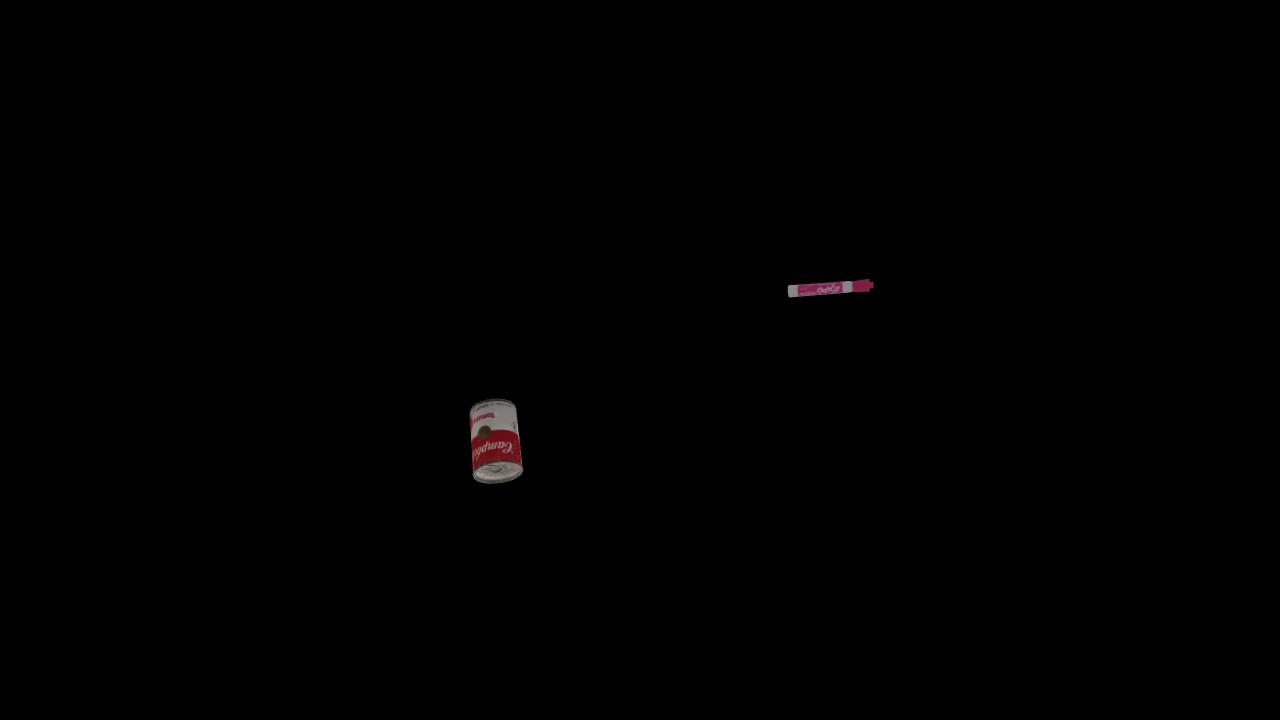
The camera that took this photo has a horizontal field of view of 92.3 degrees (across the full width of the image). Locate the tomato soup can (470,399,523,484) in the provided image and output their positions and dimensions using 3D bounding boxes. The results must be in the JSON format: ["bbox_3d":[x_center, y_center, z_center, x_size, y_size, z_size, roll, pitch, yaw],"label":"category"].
[{"bbox_3d":[-0.201,0.112,0.858,0.068,0.101,0.068,-9,-33,-6],"label":"tomato soup can"}]

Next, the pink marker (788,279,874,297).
[{"bbox_3d":[0.281,-0.106,0.910,0.121,0.020,0.020,-2,-1,24],"label":"pink marker"}]
